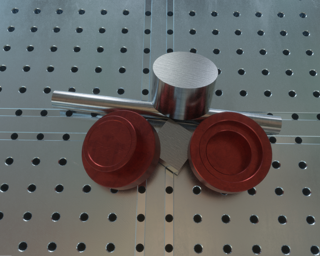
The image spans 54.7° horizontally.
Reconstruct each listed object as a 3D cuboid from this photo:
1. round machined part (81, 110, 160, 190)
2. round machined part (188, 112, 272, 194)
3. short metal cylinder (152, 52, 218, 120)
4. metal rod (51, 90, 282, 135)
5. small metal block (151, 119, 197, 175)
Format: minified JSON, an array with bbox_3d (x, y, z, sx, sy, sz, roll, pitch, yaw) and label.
[{"bbox_3d":[-0.053,0.023,0.376,0.098,0.042,0.098,-6,70,17],"label":"round machined part"},{"bbox_3d":[0.083,0.032,0.385,0.099,0.042,0.098,1,72,-3],"label":"round machined part"},{"bbox_3d":[0.030,-0.056,0.399,0.081,0.050,0.080,3,44,-2],"label":"short metal cylinder"},{"bbox_3d":[0.007,-0.021,0.416,0.302,0.025,0.025,7,70,2],"label":"metal rod"},{"bbox_3d":[0.017,0.024,0.399,0.050,0.025,0.050,35,73,11],"label":"small metal block"}]
